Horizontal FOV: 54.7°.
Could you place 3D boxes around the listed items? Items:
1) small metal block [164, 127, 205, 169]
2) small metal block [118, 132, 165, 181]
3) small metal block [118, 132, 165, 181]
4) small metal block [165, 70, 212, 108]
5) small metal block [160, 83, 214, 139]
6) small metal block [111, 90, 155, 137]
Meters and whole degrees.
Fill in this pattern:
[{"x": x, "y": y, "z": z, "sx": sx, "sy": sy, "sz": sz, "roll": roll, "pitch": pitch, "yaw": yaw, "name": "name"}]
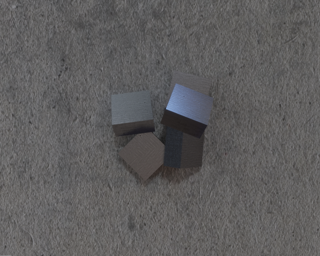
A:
[{"x": 0.032, "y": 0.024, "z": 0.397, "sx": 0.025, "sy": 0.050, "sz": 0.050, "roll": 4, "pitch": 90, "yaw": 38, "name": "small metal block"}, {"x": -0.019, "y": 0.033, "z": 0.411, "sx": 0.050, "sy": 0.025, "sz": 0.050, "roll": -45, "pitch": 91, "yaw": 0, "name": "small metal block"}, {"x": -0.019, "y": 0.033, "z": 0.411, "sx": 0.050, "sy": 0.025, "sz": 0.050, "roll": -45, "pitch": 90, "yaw": 0, "name": "small metal block"}, {"x": 0.037, "y": -0.045, "z": 0.412, "sx": 0.050, "sy": 0.025, "sz": 0.050, "roll": 14, "pitch": 90, "yaw": -1, "name": "small metal block"}, {"x": 0.033, "y": -0.021, "z": 0.373, "sx": 0.050, "sy": 0.025, "sz": 0.050, "roll": 21, "pitch": 47, "yaw": -1, "name": "small metal block"}, {"x": -0.035, "y": -0.019, "z": 0.398, "sx": 0.050, "sy": 0.025, "sz": 0.050, "roll": -8, "pitch": 52, "yaw": -1, "name": "small metal block"}]
